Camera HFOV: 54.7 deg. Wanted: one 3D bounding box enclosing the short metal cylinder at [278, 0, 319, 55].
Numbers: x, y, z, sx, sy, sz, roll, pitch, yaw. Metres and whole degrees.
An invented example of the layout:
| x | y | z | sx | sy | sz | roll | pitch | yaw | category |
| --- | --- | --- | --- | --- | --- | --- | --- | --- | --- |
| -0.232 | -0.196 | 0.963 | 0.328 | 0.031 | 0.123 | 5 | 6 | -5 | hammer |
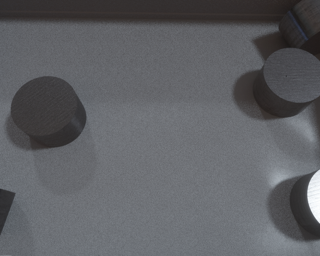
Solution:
| x | y | z | sx | sy | sz | roll | pitch | yaw | category |
| --- | --- | --- | --- | --- | --- | --- | --- | --- | --- |
| 0.216 | -0.142 | 0.434 | 0.080 | 0.080 | 0.050 | -20 | 71 | -7 | short metal cylinder |

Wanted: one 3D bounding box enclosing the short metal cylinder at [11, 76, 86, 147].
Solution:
| x | y | z | sx | sy | sz | roll | pitch | yaw | category |
| --- | --- | --- | --- | --- | --- | --- | --- | --- | --- |
| -0.142 | -0.020 | 0.403 | 0.081 | 0.050 | 0.080 | 0 | 70 | 0 | short metal cylinder |

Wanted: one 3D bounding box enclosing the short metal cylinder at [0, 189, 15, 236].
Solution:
| x | y | z | sx | sy | sz | roll | pitch | yaw | category |
| --- | --- | --- | --- | --- | --- | --- | --- | --- | --- |
| -0.213 | 0.088 | 0.347 | 0.080 | 0.080 | 0.050 | 11 | 71 | 4 | short metal cylinder |

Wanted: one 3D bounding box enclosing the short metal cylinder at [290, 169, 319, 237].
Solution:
| x | y | z | sx | sy | sz | roll | pitch | yaw | category |
| --- | --- | --- | --- | --- | --- | --- | --- | --- | --- |
| 0.204 | 0.088 | 0.365 | 0.081 | 0.050 | 0.080 | 0 | 70 | 0 | short metal cylinder |

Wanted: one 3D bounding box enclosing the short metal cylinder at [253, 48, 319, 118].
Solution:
| x | y | z | sx | sy | sz | roll | pitch | yaw | category |
| --- | --- | --- | --- | --- | --- | --- | --- | --- | --- |
| 0.173 | -0.060 | 0.419 | 0.081 | 0.050 | 0.080 | 0 | 70 | 0 | short metal cylinder |
